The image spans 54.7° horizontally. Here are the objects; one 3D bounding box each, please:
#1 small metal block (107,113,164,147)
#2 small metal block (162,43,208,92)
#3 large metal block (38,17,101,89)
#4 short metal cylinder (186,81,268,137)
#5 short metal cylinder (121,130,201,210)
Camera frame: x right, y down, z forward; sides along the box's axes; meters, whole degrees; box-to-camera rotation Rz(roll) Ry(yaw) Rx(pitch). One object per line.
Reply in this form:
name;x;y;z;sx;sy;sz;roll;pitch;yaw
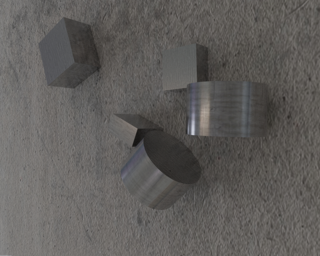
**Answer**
small metal block;-0.033;0.002;0.416;0.050;0.050;0.025;30;109;36
small metal block;0.031;-0.072;0.380;0.050;0.025;0.050;-2;89;40
large metal block;-0.151;-0.121;0.513;0.080;0.050;0.080;-27;73;37
short metal cylinder;0.067;-0.018;0.314;0.080;0.081;0.050;3;92;40
short metal cylinder;0.001;0.049;0.368;0.050;0.081;0.080;-51;60;28
